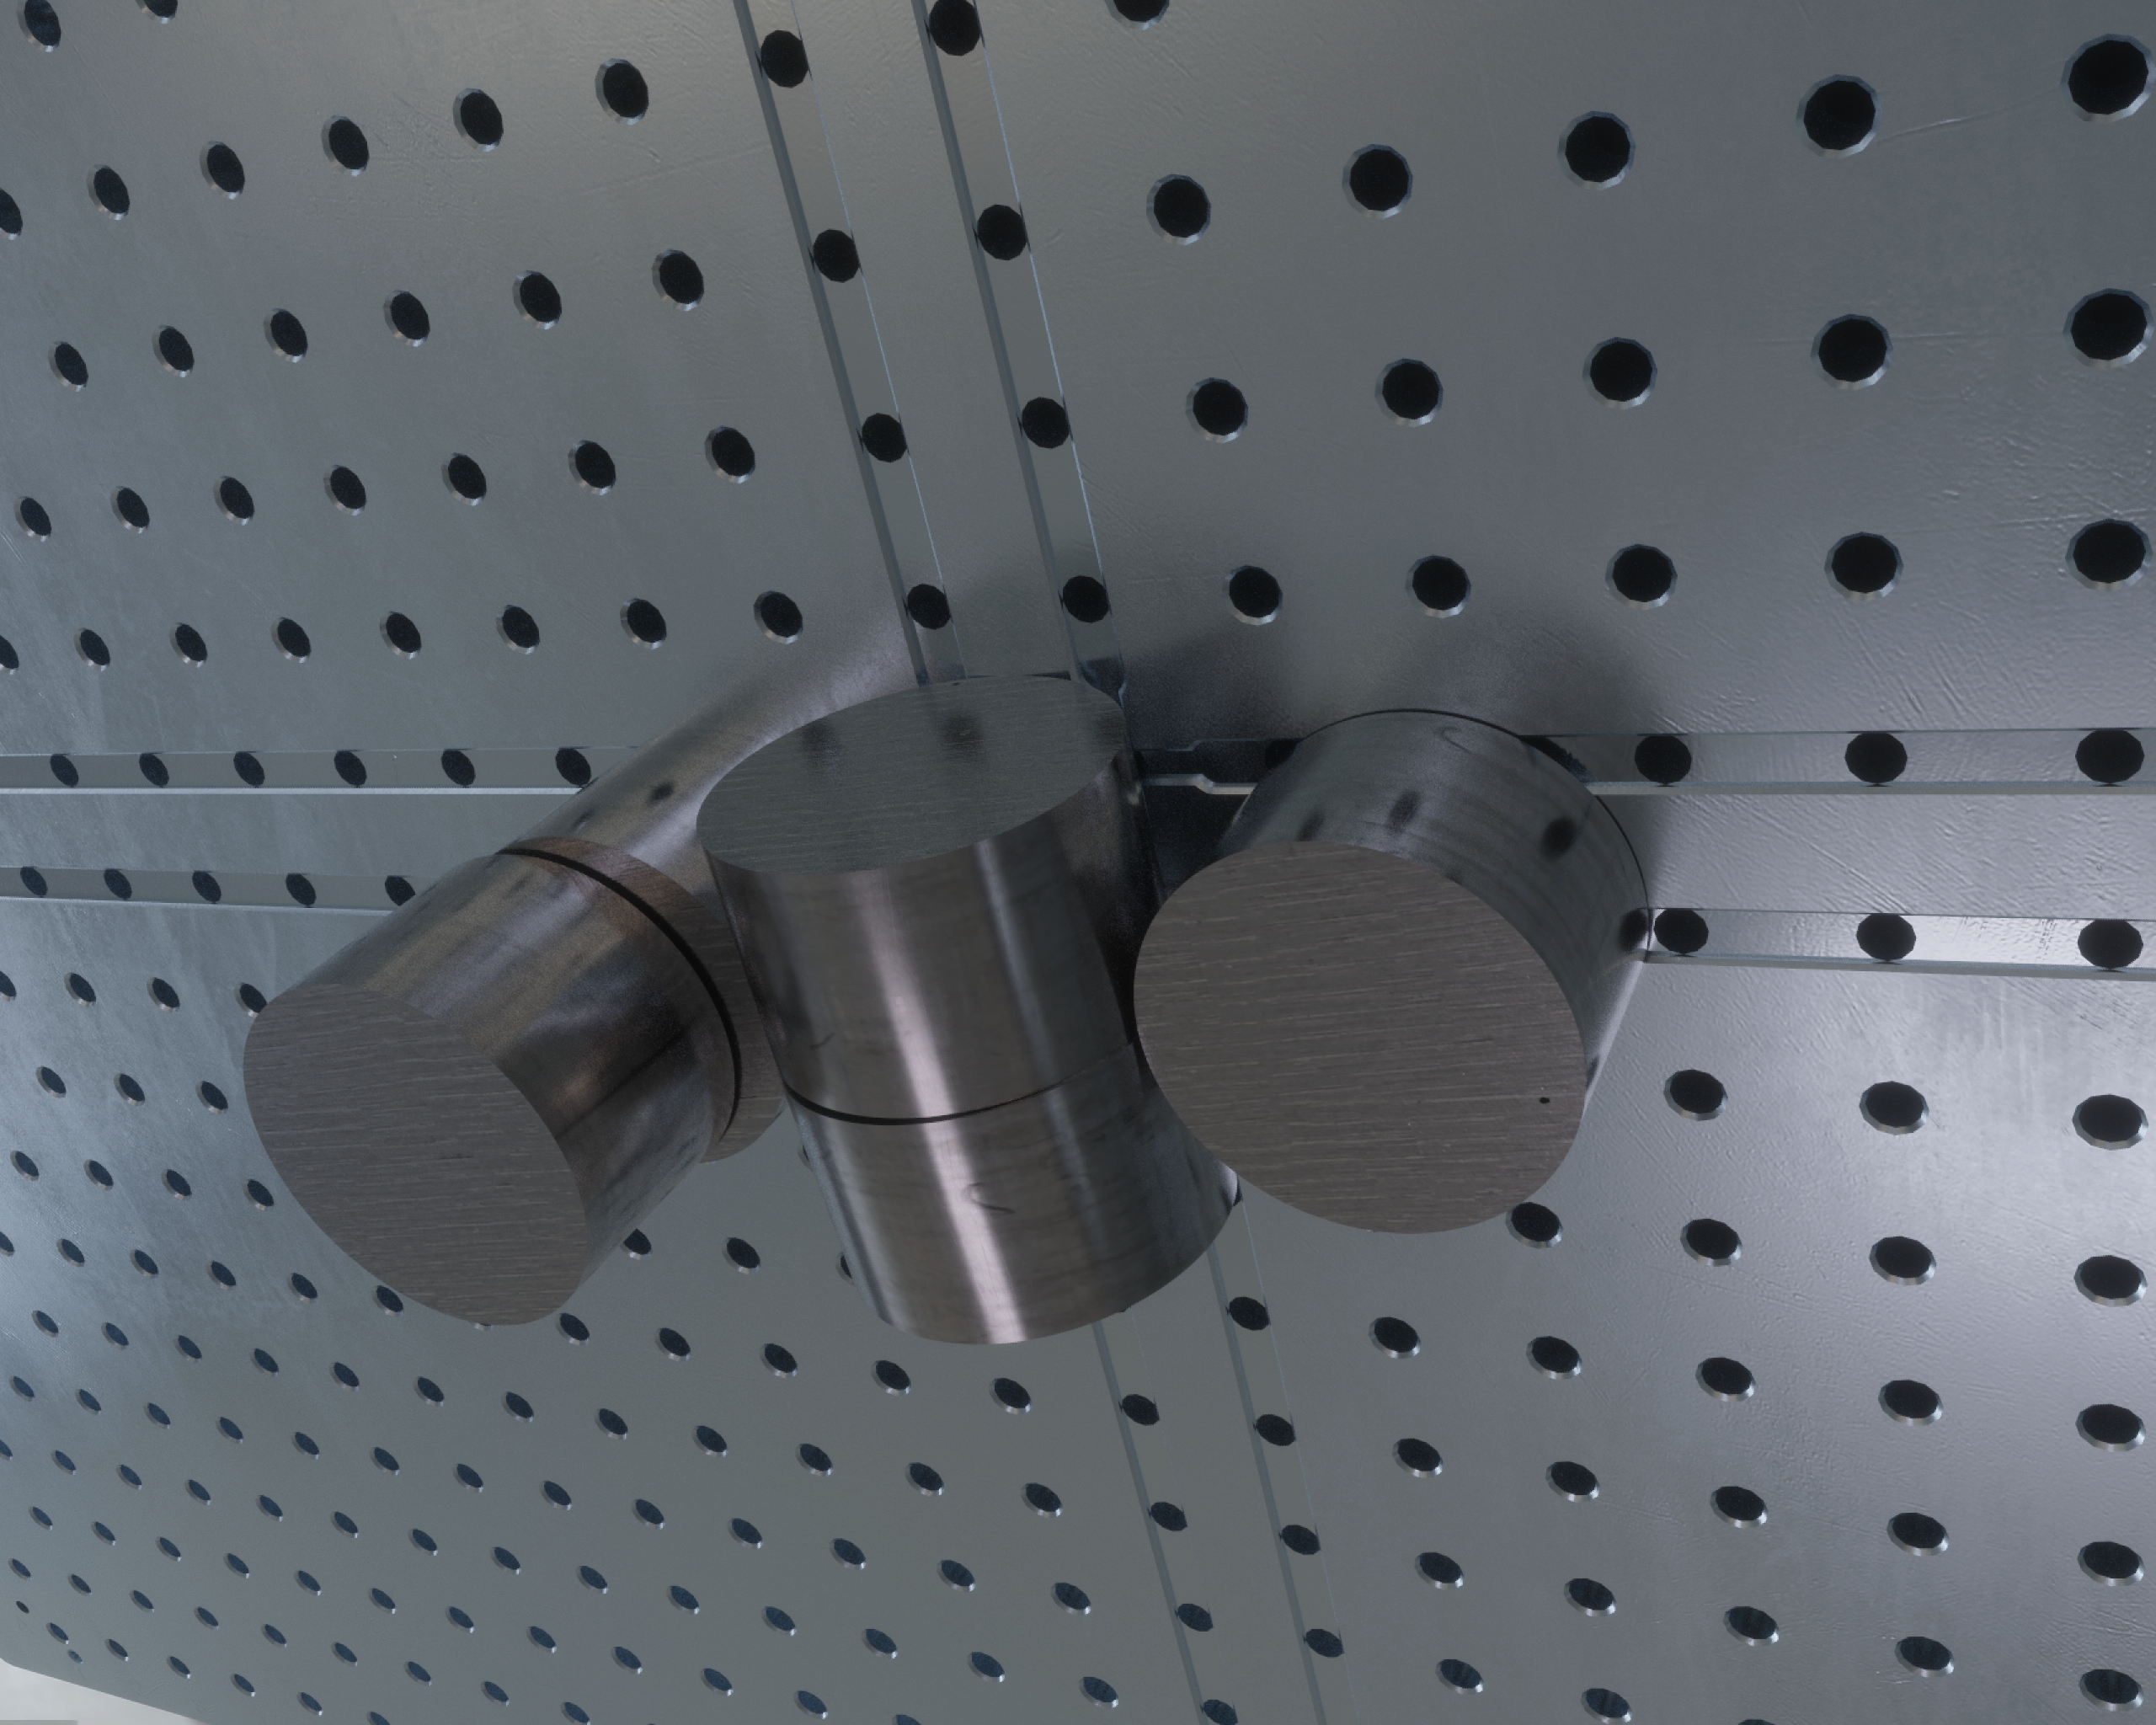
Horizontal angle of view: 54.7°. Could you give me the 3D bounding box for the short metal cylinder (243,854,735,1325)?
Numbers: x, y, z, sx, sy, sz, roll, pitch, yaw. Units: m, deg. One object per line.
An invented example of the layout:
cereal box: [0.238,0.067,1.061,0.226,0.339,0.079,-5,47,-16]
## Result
short metal cylinder: [-0.117,0.045,0.418,0.080,0.050,0.079,13,124,21]

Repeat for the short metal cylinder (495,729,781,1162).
short metal cylinder: [-0.085,0.018,0.451,0.080,0.050,0.079,13,124,20]

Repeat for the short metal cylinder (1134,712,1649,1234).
short metal cylinder: [0.057,0.019,0.376,0.080,0.050,0.079,13,124,20]

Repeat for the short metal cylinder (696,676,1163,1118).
short metal cylinder: [-0.025,0.004,0.392,0.080,0.080,0.050,1,120,28]

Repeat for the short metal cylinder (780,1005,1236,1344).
short metal cylinder: [-0.013,0.049,0.413,0.080,0.080,0.050,-1,118,29]
